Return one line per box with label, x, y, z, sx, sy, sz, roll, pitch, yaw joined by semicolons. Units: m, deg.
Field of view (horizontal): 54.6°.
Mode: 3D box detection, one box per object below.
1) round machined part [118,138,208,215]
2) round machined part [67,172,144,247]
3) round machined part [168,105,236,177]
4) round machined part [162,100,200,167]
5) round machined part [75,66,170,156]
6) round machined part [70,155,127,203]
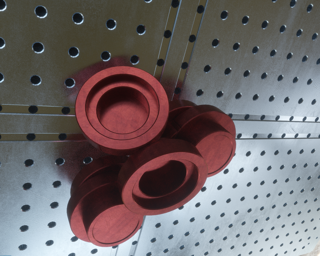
round machined part;0.000;0.050;0.347;0.099;0.042;0.097;-13;131;-15
round machined part;-0.059;0.105;0.377;0.099;0.042;0.097;-14;124;-21
round machined part;0.055;0.023;0.388;0.099;0.042;0.097;-14;124;-21
round machined part;0.026;0.017;0.397;0.099;0.042;0.097;-14;124;-21
round machined part;-0.040;-0.016;0.343;0.099;0.098;0.042;-25;163;-13
round machined part;-0.059;0.086;0.393;0.099;0.042;0.097;-14;124;-21
